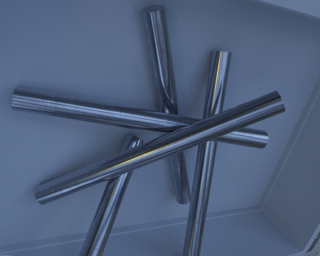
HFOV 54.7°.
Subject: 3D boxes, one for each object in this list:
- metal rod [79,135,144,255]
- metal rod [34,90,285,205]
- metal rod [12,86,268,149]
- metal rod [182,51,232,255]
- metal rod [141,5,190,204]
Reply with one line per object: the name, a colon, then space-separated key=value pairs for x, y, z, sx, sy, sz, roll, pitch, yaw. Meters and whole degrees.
metal rod: x=-0.080 y=0.148 z=0.355 sx=0.025 sy=0.025 sz=0.299 roll=35 pitch=66 yaw=-38
metal rod: x=-0.009 y=0.027 z=0.356 sx=0.301 sy=0.025 sz=0.025 roll=-22 pitch=130 yaw=10
metal rod: x=-0.005 y=-0.007 z=0.361 sx=0.302 sy=0.025 sz=0.025 roll=9 pitch=114 yaw=-19
metal rod: x=0.062 y=0.048 z=0.423 sx=0.025 sy=0.025 sz=0.298 roll=0 pitch=103 yaw=-29
metal rod: x=0.015 y=-0.006 z=0.412 sx=0.025 sy=0.025 sz=0.298 roll=-22 pitch=127 yaw=-15
